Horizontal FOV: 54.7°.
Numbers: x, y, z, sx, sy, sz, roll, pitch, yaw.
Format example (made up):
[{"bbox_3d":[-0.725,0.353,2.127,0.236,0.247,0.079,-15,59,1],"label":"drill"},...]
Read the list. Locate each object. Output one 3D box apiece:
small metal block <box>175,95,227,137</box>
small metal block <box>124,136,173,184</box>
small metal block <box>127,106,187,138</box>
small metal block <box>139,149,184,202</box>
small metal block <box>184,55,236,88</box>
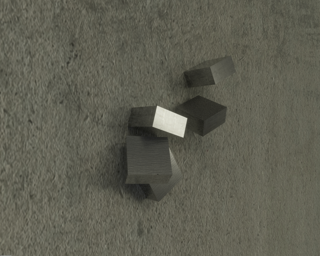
[{"bbox_3d":[0.057,-0.018,0.432,0.050,0.050,0.025,-29,133,-36],"label":"small metal block"},{"bbox_3d":[-0.015,0.038,0.365,0.050,0.025,0.050,3,56,-14],"label":"small metal block"},{"bbox_3d":[-0.003,-0.007,0.385,0.050,0.050,0.025,20,78,-38],"label":"small metal block"},{"bbox_3d":[-0.003,0.058,0.402,0.050,0.025,0.050,-39,114,-33],"label":"small metal block"},{"bbox_3d":[0.072,-0.081,0.448,0.050,0.050,0.025,-33,111,-35],"label":"small metal block"}]
